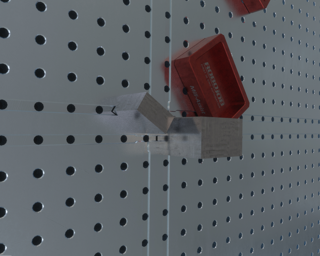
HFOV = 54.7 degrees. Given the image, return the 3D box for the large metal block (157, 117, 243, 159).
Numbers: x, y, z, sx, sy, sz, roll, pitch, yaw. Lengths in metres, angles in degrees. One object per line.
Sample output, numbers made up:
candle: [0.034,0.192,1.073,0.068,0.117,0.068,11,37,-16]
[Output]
large metal block: [0.054,0.012,0.419,0.081,0.080,0.050,1,90,-40]

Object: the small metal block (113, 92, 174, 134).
small metal block: [-0.020,-0.017,0.376,0.050,0.050,0.025,40,65,-33]

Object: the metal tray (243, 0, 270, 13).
metal tray: [0.177,-0.284,0.554,0.090,0.030,0.130,45,63,-31]

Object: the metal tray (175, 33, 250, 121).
metal tray: [0.084,-0.066,0.476,0.090,0.030,0.130,-41,115,-32]
